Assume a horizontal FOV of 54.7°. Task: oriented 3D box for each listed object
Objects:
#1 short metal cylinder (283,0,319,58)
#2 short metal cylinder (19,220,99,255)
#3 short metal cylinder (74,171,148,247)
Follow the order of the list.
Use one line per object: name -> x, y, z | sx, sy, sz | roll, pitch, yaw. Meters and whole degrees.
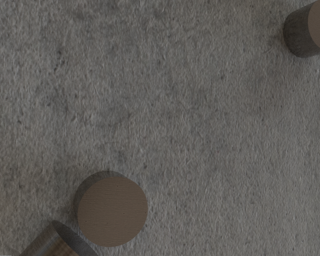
short metal cylinder -> 0.244, -0.155, 0.488 | 0.081, 0.050, 0.079 | 0, 90, -21
short metal cylinder -> -0.107, 0.148, 0.341 | 0.080, 0.080, 0.050 | 46, 76, -15
short metal cylinder -> -0.061, 0.095, 0.374 | 0.081, 0.050, 0.079 | 0, 90, -21
